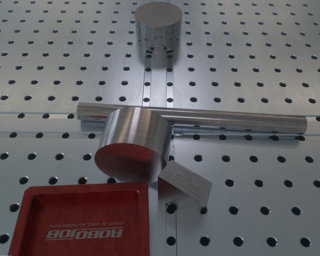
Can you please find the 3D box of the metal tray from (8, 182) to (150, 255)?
[{"bbox_3d":[-0.076,0.104,0.316,0.131,0.030,0.090,-2,50,-2],"label":"metal tray"}]

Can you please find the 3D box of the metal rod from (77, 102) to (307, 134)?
[{"bbox_3d":[0.040,-0.013,0.418,0.302,0.025,0.025,4,50,3],"label":"metal rod"}]

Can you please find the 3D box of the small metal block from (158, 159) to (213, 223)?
[{"bbox_3d":[0.025,0.068,0.334,0.050,0.050,0.025,28,56,22],"label":"small metal block"}]

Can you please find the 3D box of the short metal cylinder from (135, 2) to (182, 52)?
[{"bbox_3d":[-0.002,-0.177,0.540,0.081,0.050,0.080,0,50,0],"label":"short metal cylinder"}]

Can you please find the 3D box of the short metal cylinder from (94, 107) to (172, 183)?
[{"bbox_3d":[-0.029,0.022,0.353,0.080,0.080,0.050,5,50,4],"label":"short metal cylinder"}]
